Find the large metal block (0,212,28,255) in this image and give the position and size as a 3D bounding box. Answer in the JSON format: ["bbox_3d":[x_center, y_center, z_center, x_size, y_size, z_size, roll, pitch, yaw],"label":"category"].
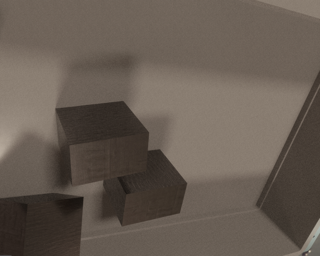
[{"bbox_3d":[-0.205,0.124,0.331,0.080,0.050,0.080,65,37,-38],"label":"large metal block"}]

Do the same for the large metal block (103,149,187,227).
[{"bbox_3d":[-0.023,0.074,0.408,0.081,0.080,0.050,-5,121,-27],"label":"large metal block"}]

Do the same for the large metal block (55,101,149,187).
[{"bbox_3d":[-0.067,0.013,0.346,0.081,0.080,0.050,-9,123,-24],"label":"large metal block"}]

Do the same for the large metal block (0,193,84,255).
[{"bbox_3d":[-0.137,0.120,0.352,0.080,0.050,0.080,12,79,-61],"label":"large metal block"}]
